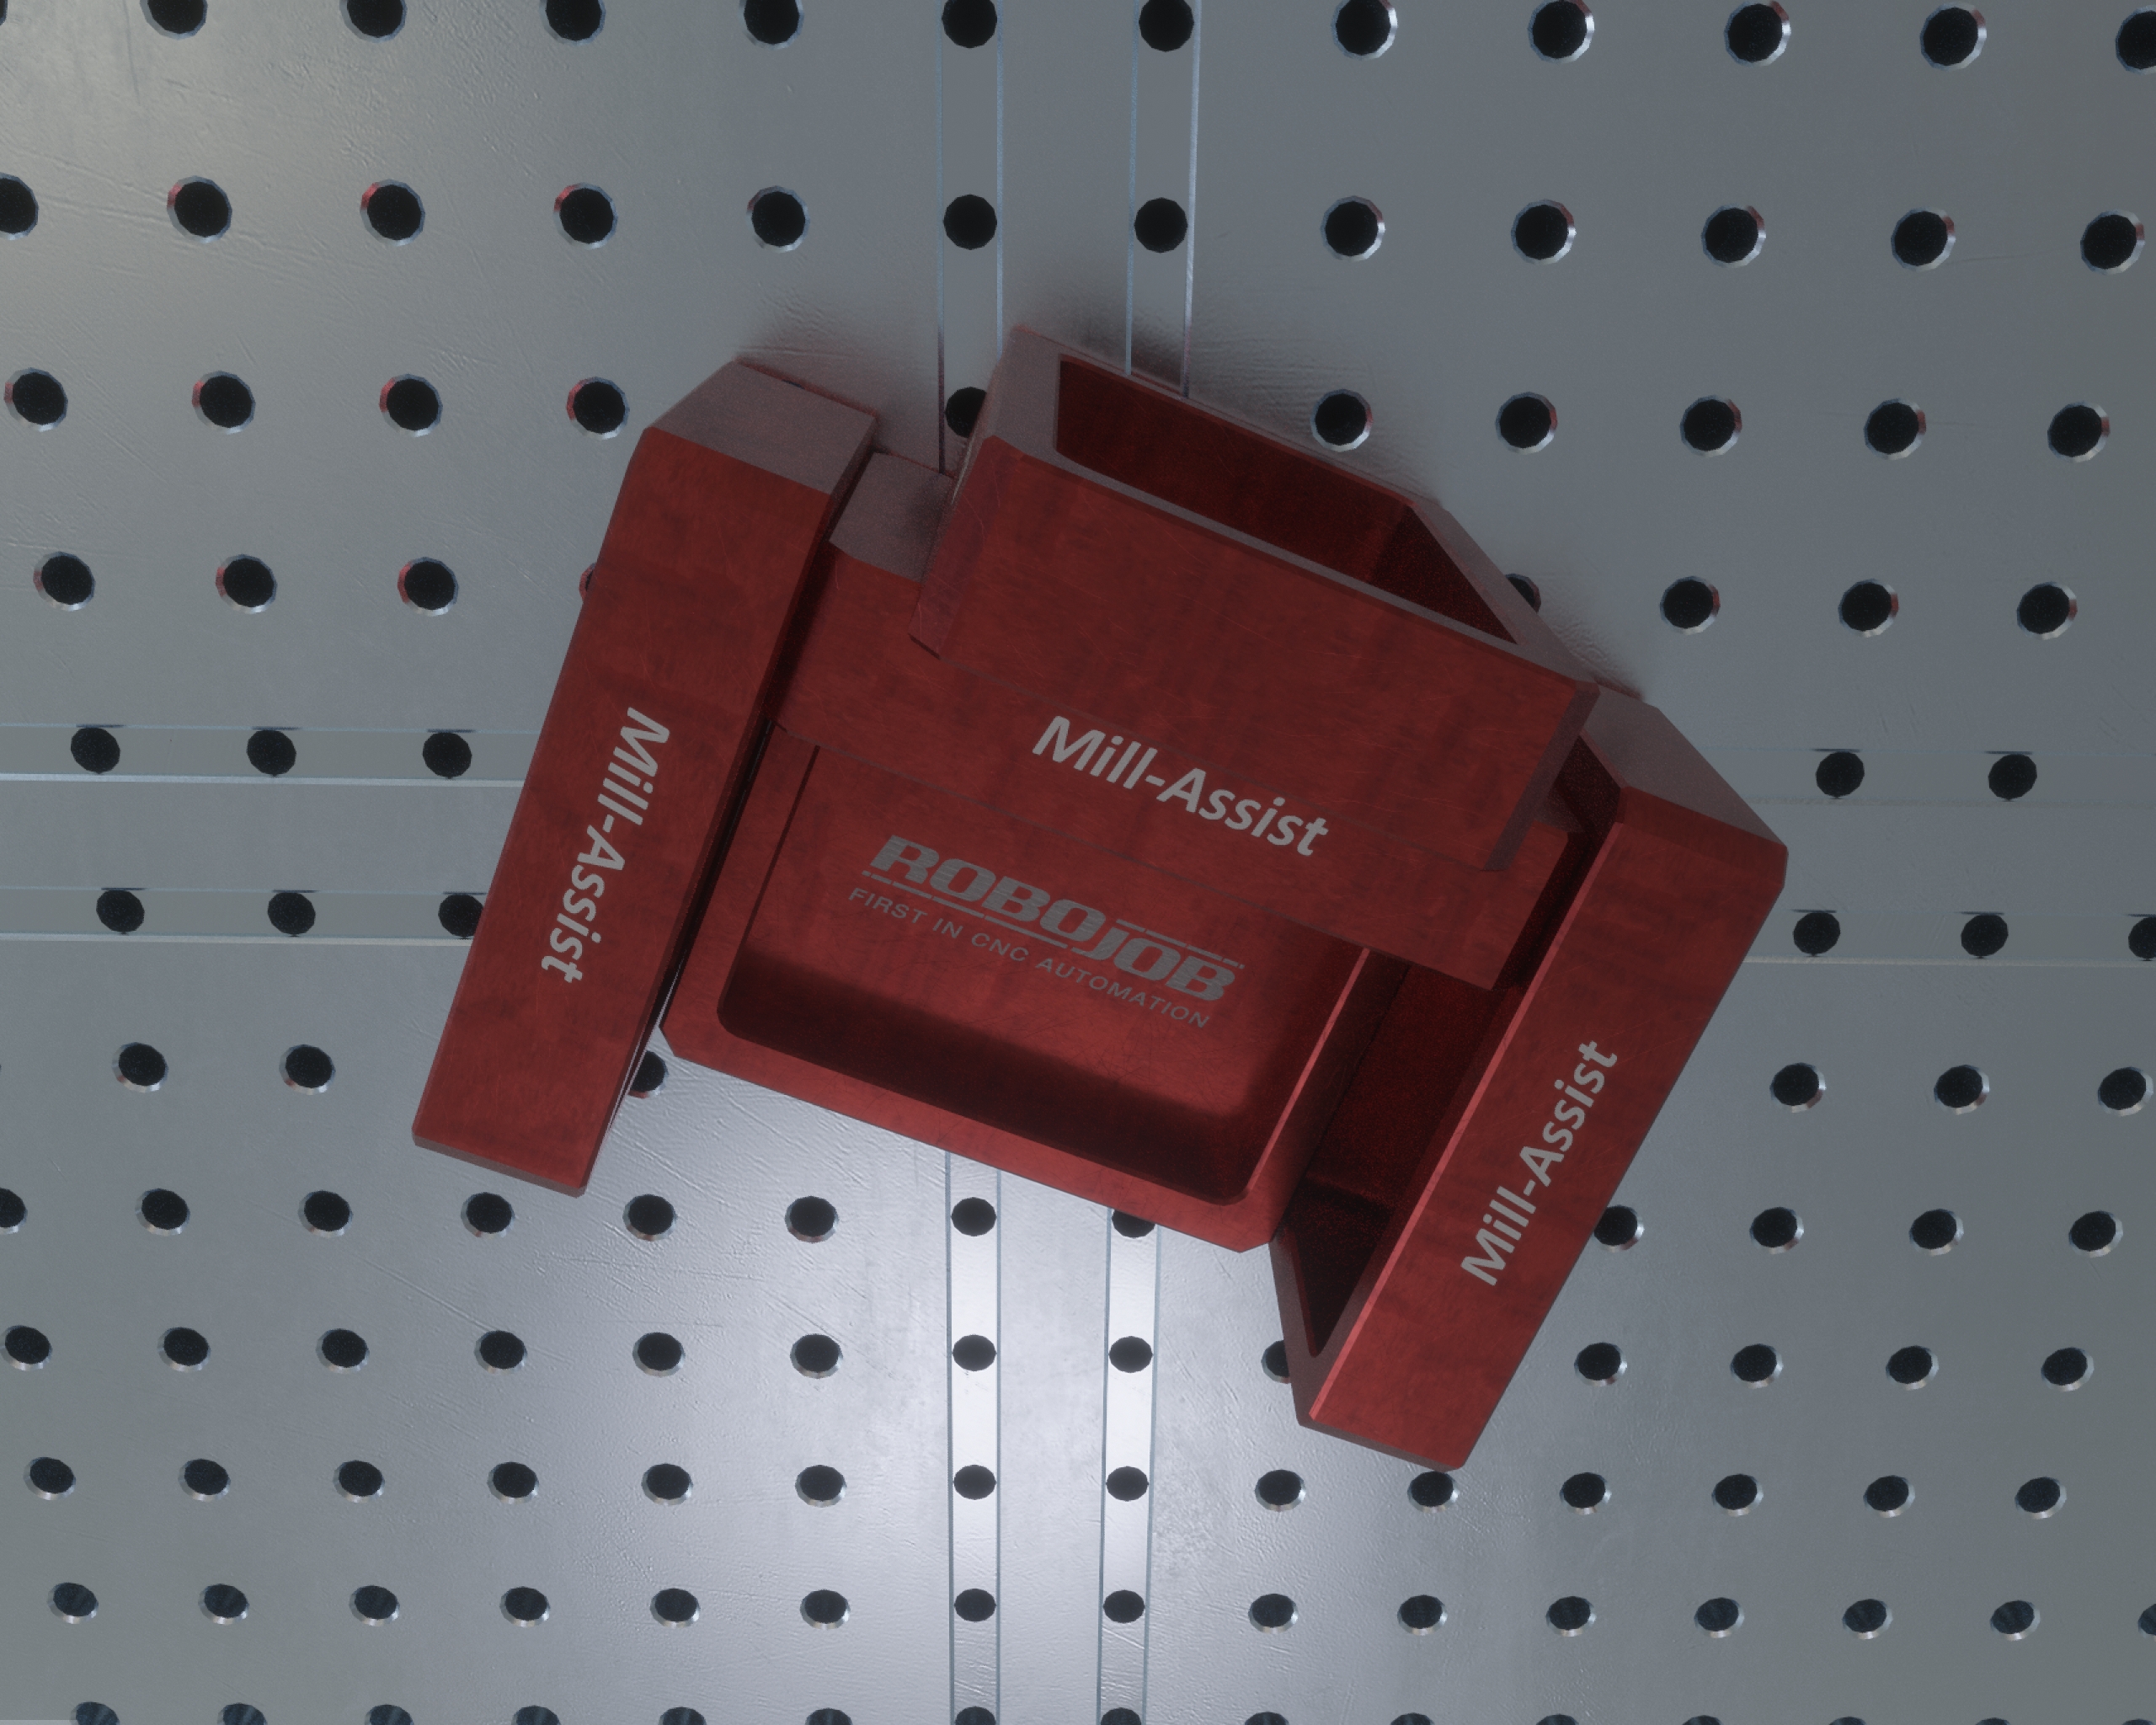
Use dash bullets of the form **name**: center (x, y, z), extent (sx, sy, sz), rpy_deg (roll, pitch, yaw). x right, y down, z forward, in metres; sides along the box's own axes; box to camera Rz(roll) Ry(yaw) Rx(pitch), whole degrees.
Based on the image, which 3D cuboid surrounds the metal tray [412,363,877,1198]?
- **metal tray**: center (-0.075, -0.018, 0.371), extent (0.030, 0.090, 0.129), rpy_deg (20, 109, -8)

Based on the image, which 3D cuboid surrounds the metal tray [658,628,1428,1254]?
- **metal tray**: center (-0.006, 0.015, 0.415), extent (0.131, 0.030, 0.089), rpy_deg (21, 109, -8)

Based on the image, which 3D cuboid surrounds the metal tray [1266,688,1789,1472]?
- **metal tray**: center (0.077, 0.035, 0.391), extent (0.030, 0.090, 0.129), rpy_deg (21, 109, -7)

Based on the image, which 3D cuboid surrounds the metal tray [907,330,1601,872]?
- **metal tray**: center (0.024, -0.048, 0.339), extent (0.090, 0.130, 0.030), rpy_deg (21, 109, -8)

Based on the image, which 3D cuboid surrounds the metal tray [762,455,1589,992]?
- **metal tray**: center (0.016, -0.028, 0.368), extent (0.131, 0.090, 0.030), rpy_deg (20, 109, -8)
